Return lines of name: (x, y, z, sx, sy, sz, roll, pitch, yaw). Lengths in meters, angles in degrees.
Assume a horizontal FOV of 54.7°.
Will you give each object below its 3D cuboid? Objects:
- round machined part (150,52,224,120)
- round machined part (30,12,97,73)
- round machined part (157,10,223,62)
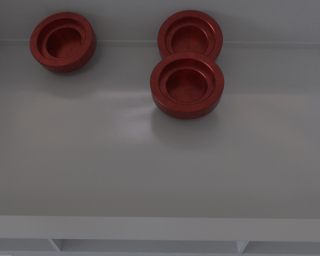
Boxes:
round machined part: (0.037, -0.054, 0.430, 0.099, 0.042, 0.098, -1, 63, 2)
round machined part: (-0.147, -0.129, 0.487, 0.099, 0.042, 0.098, -2, 71, 5)
round machined part: (0.046, -0.130, 0.487, 0.099, 0.042, 0.098, -1, 78, 3)
